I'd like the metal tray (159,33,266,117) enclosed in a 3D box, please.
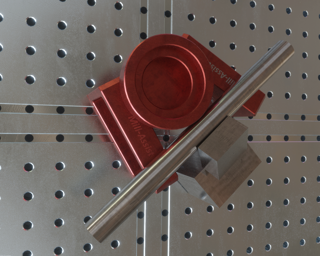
[{"bbox_3d":[0.058,-0.061,0.400,0.130,0.090,0.030,33,80,-18],"label":"metal tray"}]

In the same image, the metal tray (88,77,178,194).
[{"bbox_3d":[-0.035,0.008,0.366,0.030,0.090,0.129,-31,101,-18],"label":"metal tray"}]

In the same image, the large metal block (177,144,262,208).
[{"bbox_3d":[0.069,0.049,0.407,0.080,0.080,0.050,-43,104,-15],"label":"large metal block"}]

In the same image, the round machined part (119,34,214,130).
[{"bbox_3d":[0.005,-0.047,0.333,0.099,0.042,0.097,0,90,-21],"label":"round machined part"}]

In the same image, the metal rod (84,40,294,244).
[{"bbox_3d":[0.044,0.003,0.334,0.301,0.025,0.025,-42,104,-15],"label":"metal rod"}]

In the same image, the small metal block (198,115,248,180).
[{"bbox_3d":[0.070,0.023,0.339,0.025,0.050,0.050,37,73,29],"label":"small metal block"}]
